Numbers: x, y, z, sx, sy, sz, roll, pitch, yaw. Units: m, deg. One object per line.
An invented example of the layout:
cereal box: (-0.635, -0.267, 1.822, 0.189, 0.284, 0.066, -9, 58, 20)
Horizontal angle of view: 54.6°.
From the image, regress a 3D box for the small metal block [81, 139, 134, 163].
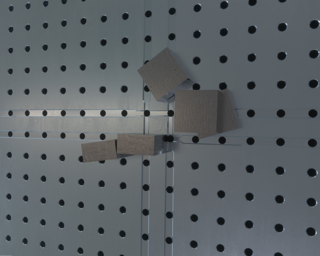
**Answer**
small metal block: (-0.071, 0.030, 0.425, 0.050, 0.050, 0.025, -8, 87, 20)

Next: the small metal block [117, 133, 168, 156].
small metal block: (-0.022, 0.020, 0.408, 0.050, 0.050, 0.025, 2, 91, 20)

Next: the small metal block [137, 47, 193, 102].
small metal block: (0.007, -0.069, 0.411, 0.050, 0.025, 0.050, -35, 79, 16)

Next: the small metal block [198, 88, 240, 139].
small metal block: (0.069, -0.017, 0.389, 0.050, 0.025, 0.050, -17, 84, 19)

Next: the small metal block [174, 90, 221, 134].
small metal block: (0.045, -0.019, 0.370, 0.050, 0.025, 0.050, 2, 91, 20)
